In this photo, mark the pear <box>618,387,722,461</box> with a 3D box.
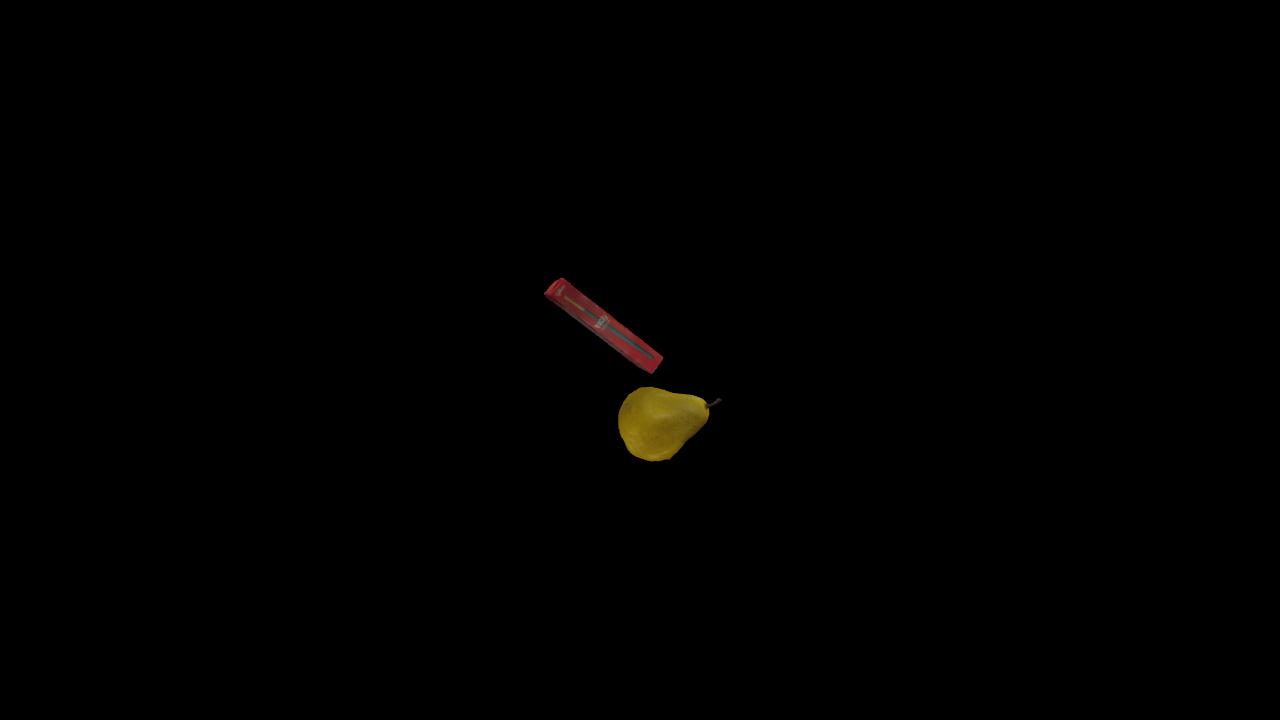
[{"bbox_3d":[0.036,0.061,0.636,0.111,0.080,0.080,-12,-4,18],"label":"pear"}]

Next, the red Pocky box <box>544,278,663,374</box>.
[{"bbox_3d":[-0.045,-0.042,0.743,0.155,0.028,0.083,38,-2,-13],"label":"red Pocky box"}]
